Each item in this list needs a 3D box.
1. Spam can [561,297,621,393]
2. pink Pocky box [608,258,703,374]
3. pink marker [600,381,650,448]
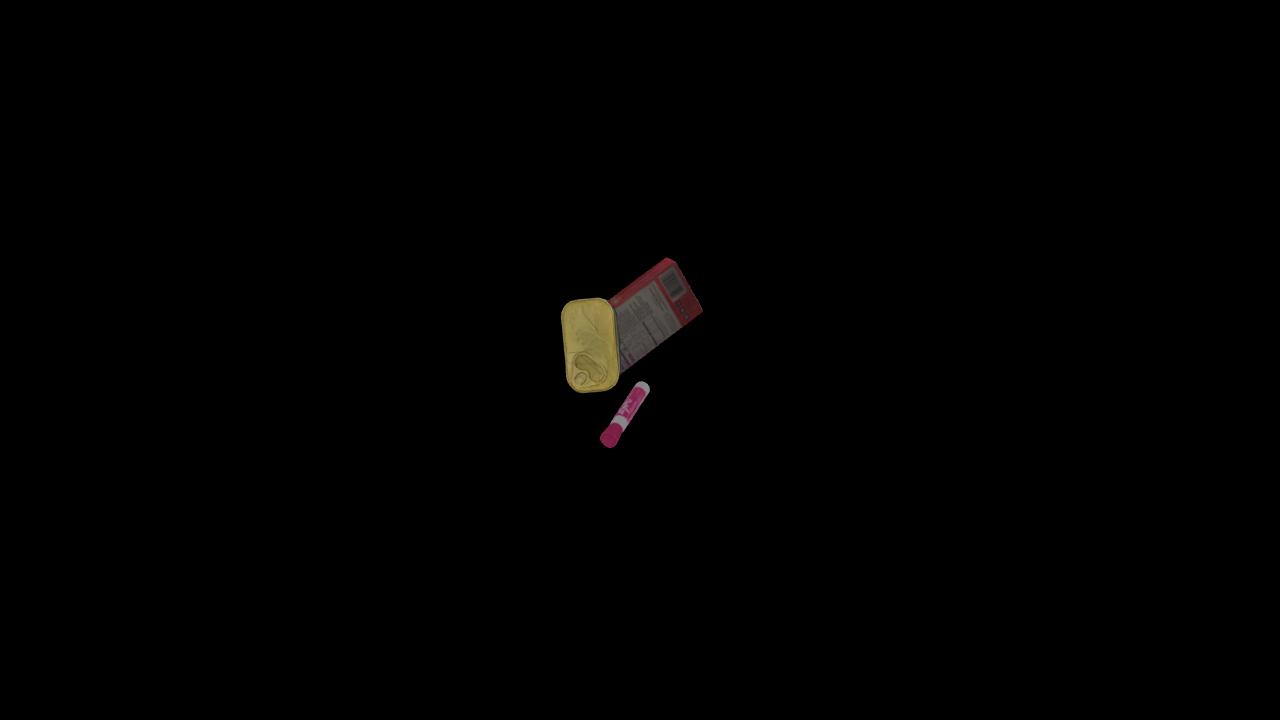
[{"bbox_3d":[-0.052,-0.018,0.699,0.058,0.101,0.085,-4,4,3],"label":"Spam can"},{"bbox_3d":[-0.003,-0.050,0.768,0.155,0.084,0.029,-37,32,-5],"label":"pink Pocky box"},{"bbox_3d":[-0.016,0.059,0.673,0.020,0.020,0.121,0,25,20],"label":"pink marker"}]
